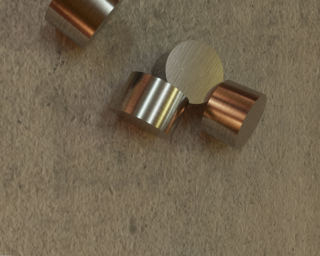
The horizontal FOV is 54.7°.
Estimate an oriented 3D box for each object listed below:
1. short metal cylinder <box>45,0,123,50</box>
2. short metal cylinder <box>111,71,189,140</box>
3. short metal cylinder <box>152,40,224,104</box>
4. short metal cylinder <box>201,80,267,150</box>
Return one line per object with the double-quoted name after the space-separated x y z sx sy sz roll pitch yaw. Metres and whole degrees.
-0.083 -0.136 0.349 0.050 0.080 0.080 38 78 -16 "short metal cylinder"
-0.012 -0.026 0.376 0.080 0.080 0.050 30 80 -18 "short metal cylinder"
0.036 -0.070 0.410 0.081 0.050 0.079 0 90 -20 "short metal cylinder"
0.099 -0.018 0.411 0.050 0.080 0.080 30 77 27 "short metal cylinder"
